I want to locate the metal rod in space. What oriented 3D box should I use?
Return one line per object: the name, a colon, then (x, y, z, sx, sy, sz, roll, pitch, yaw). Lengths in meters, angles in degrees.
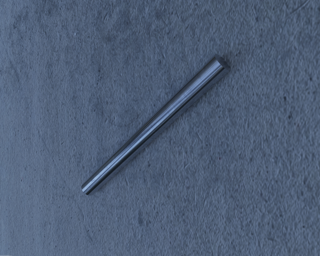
metal rod: (-0.023, 0.012, 0.427, 0.299, 0.025, 0.025, -43, 64, 31)
